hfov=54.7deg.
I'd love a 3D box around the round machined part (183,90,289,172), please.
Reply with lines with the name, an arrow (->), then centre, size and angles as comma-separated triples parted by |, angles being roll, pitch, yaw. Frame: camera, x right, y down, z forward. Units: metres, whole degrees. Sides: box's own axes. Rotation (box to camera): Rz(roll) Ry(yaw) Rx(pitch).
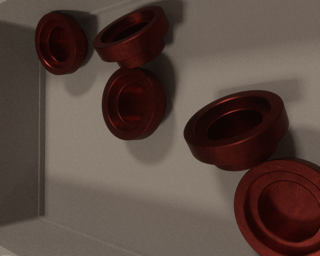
round machined part -> 0.077, 0.006, 0.308 | 0.098, 0.098, 0.042 | -5, 123, 39

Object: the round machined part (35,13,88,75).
round machined part -> -0.158, -0.139, 0.514 | 0.098, 0.042, 0.097 | 10, 109, 32

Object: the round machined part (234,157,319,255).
round machined part -> 0.124, 0.076, 0.292 | 0.098, 0.042, 0.097 | 0, 90, 39

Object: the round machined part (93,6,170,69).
round machined part -> -0.033, -0.113, 0.398 | 0.098, 0.042, 0.098 | -18, 37, 15

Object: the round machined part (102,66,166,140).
round machined part -> -0.031, -0.032, 0.419 | 0.098, 0.042, 0.097 | 0, 90, 39
